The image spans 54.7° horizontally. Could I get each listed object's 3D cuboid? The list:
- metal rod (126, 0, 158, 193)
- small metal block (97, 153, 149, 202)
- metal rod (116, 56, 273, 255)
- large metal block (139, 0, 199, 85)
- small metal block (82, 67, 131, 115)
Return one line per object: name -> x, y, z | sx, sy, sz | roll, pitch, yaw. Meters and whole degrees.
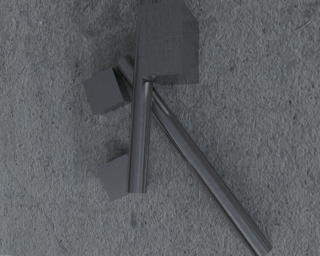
metal rod -> -0.021, -0.070, 0.391 | 0.025, 0.025, 0.298 | 0, 81, 19
small metal block -> -0.051, 0.067, 0.426 | 0.050, 0.025, 0.050 | -26, 82, 17
metal rod -> 0.036, 0.028, 0.395 | 0.025, 0.025, 0.299 | -39, 78, 15
large metal block -> 0.014, -0.097, 0.374 | 0.050, 0.080, 0.079 | 0, 90, 20
small metal block -> -0.075, -0.050, 0.434 | 0.050, 0.025, 0.050 | -22, 83, 18
